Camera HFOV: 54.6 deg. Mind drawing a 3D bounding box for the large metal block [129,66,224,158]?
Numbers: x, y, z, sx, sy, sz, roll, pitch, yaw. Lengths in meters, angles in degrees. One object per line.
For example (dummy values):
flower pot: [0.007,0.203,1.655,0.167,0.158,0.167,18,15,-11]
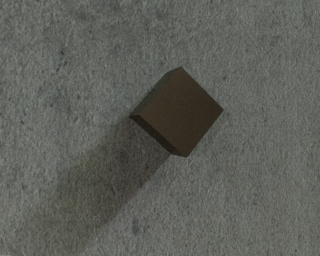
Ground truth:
large metal block: [0.021,-0.020,0.403,0.080,0.050,0.080,43,77,-15]
